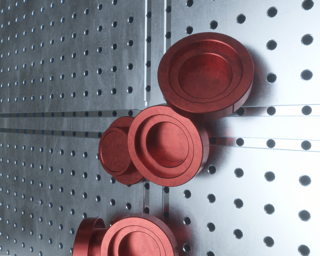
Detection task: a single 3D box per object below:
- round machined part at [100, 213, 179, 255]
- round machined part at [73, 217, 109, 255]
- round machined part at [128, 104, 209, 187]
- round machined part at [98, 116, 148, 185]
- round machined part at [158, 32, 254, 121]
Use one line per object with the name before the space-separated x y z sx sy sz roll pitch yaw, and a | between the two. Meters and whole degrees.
round machined part | -0.023 0.159 0.401 0.098 0.042 0.097 -1 88 16
round machined part | -0.089 0.179 0.445 0.042 0.098 0.097 -1 89 4
round machined part | 0.013 0.018 0.375 0.098 0.042 0.097 6 104 27
round machined part | -0.049 0.032 0.437 0.098 0.042 0.097 0 90 39
round machined part | 0.050 -0.051 0.336 0.098 0.042 0.098 -4 67 10
